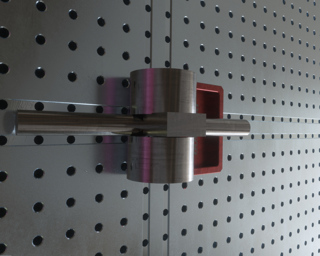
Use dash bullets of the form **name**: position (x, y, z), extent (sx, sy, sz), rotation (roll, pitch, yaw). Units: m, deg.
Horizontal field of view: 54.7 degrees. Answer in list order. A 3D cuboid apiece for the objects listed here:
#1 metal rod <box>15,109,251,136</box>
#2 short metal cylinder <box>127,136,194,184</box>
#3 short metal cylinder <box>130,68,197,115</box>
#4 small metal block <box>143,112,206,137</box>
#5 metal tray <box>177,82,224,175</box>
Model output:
- **metal rod**: position (-0.007, -0.003, 0.373), extent (0.303, 0.025, 0.025), rotation (1, 89, -31)
- **short metal cylinder**: position (0.001, 0.035, 0.373), extent (0.081, 0.080, 0.050), rotation (2, 89, -40)
- **short metal cylinder**: position (0.004, -0.040, 0.374), extent (0.081, 0.080, 0.050), rotation (1, 90, -40)
- **small metal block**: position (0.015, -0.004, 0.344), extent (0.050, 0.050, 0.025), rotation (1, 90, -32)
- **metal tray**: position (0.051, 0.001, 0.448), extent (0.091, 0.030, 0.129), rotation (1, 89, -40)
